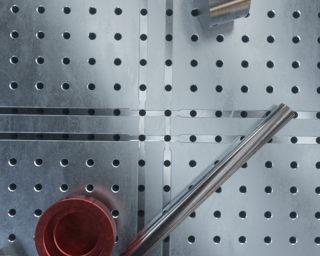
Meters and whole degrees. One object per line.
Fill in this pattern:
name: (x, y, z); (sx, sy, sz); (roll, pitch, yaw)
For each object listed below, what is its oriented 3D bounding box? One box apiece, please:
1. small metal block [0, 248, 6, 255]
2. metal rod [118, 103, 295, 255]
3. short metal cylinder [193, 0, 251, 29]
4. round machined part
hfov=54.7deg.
small metal block: (-0.225, 0.199, 0.411); (0.050, 0.025, 0.050); (-32, 90, -1)
metal rod: (0.062, 0.078, 0.414); (0.300, 0.025, 0.025); (-43, 91, -1)
short metal cylinder: (0.073, -0.171, 0.387); (0.050, 0.080, 0.080); (-18, 90, 0)
round machined part: (-0.106, 0.136, 0.404); (0.099, 0.042, 0.097); (0, 90, -1)
